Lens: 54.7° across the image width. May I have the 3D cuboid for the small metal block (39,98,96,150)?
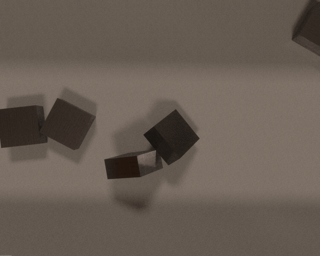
[{"bbox_3d":[-0.121,-0.005,0.410,0.050,0.025,0.050,28,90,-1],"label":"small metal block"}]

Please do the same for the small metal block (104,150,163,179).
[{"bbox_3d":[-0.032,0.045,0.389,0.050,0.050,0.025,-9,91,32],"label":"small metal block"}]

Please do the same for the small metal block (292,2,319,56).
[{"bbox_3d":[0.216,-0.130,0.414,0.050,0.025,0.050,30,90,-1],"label":"small metal block"}]

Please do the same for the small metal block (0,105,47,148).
[{"bbox_3d":[-0.181,-0.002,0.409,0.050,0.025,0.050,-6,90,0],"label":"small metal block"}]

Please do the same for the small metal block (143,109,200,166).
[{"bbox_3d":[0.016,0.011,0.398,0.050,0.025,0.050,51,46,0],"label":"small metal block"}]
